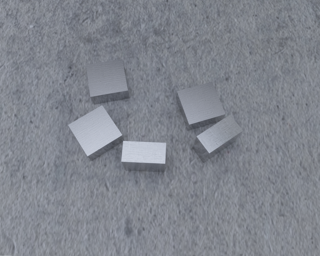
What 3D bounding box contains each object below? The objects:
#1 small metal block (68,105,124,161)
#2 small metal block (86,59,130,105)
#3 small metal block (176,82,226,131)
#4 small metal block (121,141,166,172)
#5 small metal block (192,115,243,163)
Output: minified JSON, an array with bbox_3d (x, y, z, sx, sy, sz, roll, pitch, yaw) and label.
[{"bbox_3d":[-0.082,0.007,0.405,0.050,0.025,0.050,-32,74,-11],"label":"small metal block"},{"bbox_3d":[-0.072,-0.064,0.431,0.050,0.025,0.050,-10,70,-4],"label":"small metal block"},{"bbox_3d":[0.054,-0.029,0.420,0.050,0.025,0.050,-16,71,-6],"label":"small metal block"},{"bbox_3d":[-0.019,0.036,0.381,0.050,0.050,0.025,3,70,0],"label":"small metal block"},{"bbox_3d":[0.071,0.015,0.390,0.050,0.050,0.025,-32,74,-11],"label":"small metal block"}]
